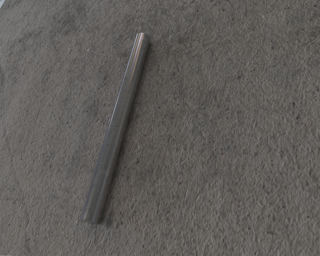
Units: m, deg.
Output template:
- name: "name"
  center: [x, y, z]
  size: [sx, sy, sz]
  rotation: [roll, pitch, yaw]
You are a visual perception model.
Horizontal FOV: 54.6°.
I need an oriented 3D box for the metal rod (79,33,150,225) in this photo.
- name: "metal rod"
  center: [-0.057, -0.016, 0.444]
  size: [0.025, 0.025, 0.300]
  rotation: [-2, 61, 27]
